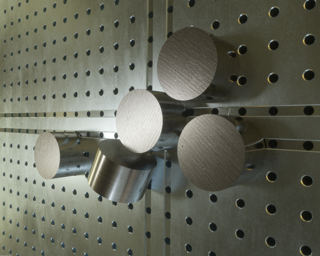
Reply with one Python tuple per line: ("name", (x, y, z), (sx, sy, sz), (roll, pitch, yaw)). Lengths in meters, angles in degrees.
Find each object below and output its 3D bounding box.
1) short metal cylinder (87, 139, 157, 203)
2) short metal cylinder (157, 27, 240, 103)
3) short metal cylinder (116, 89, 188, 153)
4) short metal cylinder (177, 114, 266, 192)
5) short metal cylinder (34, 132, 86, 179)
("short metal cylinder", (-0.051, 0.056, 0.415), (0.080, 0.081, 0.050), (35, 112, 34))
("short metal cylinder", (0.043, -0.070, 0.357), (0.080, 0.050, 0.079), (0, 90, 40))
("short metal cylinder", (-0.012, -0.009, 0.403), (0.080, 0.050, 0.079), (0, 90, 40))
("short metal cylinder", (0.066, 0.025, 0.338), (0.080, 0.050, 0.079), (0, 90, 40))
("short metal cylinder", (-0.174, 0.046, 0.537), (0.080, 0.050, 0.079), (0, 90, 40))
